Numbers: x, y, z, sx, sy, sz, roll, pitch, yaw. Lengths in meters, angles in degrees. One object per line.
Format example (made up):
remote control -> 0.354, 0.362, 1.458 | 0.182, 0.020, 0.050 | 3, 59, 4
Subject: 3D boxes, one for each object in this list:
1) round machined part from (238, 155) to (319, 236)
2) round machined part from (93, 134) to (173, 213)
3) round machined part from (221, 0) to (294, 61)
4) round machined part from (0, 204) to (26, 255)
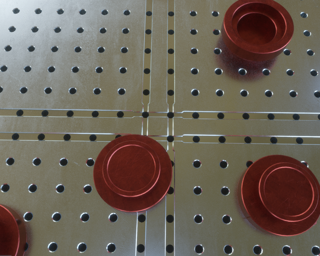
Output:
round machined part -> 0.148, 0.079, 0.375 | 0.099, 0.042, 0.098 | 0, 70, 0
round machined part -> -0.033, 0.053, 0.383 | 0.099, 0.042, 0.098 | 0, 70, 0
round machined part -> 0.139, -0.139, 0.455 | 0.099, 0.042, 0.098 | 0, 70, 0
round machined part -> -0.210, 0.133, 0.353 | 0.099, 0.042, 0.098 | 0, 70, 0
